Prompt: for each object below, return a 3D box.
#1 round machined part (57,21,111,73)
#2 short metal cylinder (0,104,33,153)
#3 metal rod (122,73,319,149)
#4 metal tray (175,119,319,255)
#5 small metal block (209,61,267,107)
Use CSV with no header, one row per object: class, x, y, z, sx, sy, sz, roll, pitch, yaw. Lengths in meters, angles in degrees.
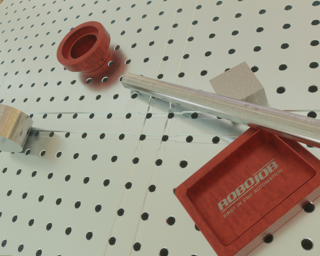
round machined part,-0.129,-0.138,0.547,0.098,0.042,0.098,-13,56,20
short metal cylinder,-0.256,0.001,0.504,0.080,0.080,0.050,-4,60,26
metal rod,0.051,-0.032,0.373,0.300,0.025,0.025,22,73,44
metal tray,0.091,0.061,0.318,0.130,0.030,0.090,-39,51,1
small metal block,0.097,-0.048,0.386,0.050,0.025,0.050,-28,52,10
